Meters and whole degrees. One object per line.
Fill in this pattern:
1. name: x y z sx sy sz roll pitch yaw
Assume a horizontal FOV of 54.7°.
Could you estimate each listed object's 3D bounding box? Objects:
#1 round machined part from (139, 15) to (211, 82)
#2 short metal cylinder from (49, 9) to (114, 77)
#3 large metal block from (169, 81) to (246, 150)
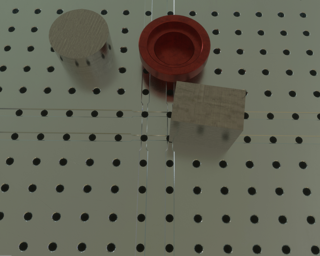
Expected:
1. round machined part: 0.020 -0.108 0.442 0.099 0.042 0.098 0 70 0
2. short metal cylinder: -0.110 -0.120 0.441 0.081 0.050 0.080 0 70 0
3. large metal block: 0.055 -0.013 0.387 0.080 0.080 0.050 8 70 3
